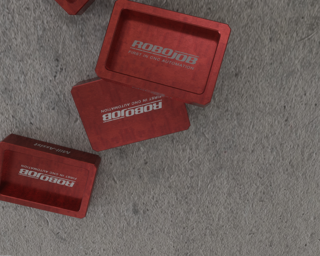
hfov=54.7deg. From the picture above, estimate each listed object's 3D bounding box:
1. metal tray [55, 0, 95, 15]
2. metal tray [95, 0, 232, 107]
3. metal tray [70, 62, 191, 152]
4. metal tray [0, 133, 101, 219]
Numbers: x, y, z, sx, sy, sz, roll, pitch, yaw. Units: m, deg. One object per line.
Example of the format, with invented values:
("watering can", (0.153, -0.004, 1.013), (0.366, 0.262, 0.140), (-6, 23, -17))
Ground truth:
("metal tray", (-0.081, -0.199, 0.332), (0.130, 0.030, 0.090), (-41, 105, 13))
("metal tray", (0.003, -0.083, 0.347), (0.131, 0.030, 0.090), (16, 89, 6))
("metal tray", (-0.035, -0.029, 0.396), (0.131, 0.030, 0.089), (-14, 110, 5))
("metal tray", (-0.157, 0.068, 0.430), (0.131, 0.030, 0.089), (15, 109, -6))
